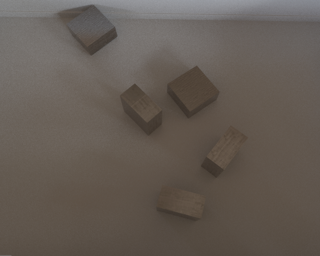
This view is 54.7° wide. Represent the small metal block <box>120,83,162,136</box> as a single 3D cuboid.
[{"bbox_3d":[-0.024,-0.023,0.404,0.025,0.050,0.050,-42,76,-14],"label":"small metal block"}]

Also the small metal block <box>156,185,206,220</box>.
[{"bbox_3d":[0.023,0.089,0.364,0.050,0.050,0.025,14,71,4],"label":"small metal block"}]

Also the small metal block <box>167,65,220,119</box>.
[{"bbox_3d":[0.045,-0.050,0.428,0.050,0.025,0.050,-34,74,-12],"label":"small metal block"}]

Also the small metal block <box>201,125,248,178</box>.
[{"bbox_3d":[0.079,0.031,0.386,0.025,0.050,0.050,37,74,12],"label":"small metal block"}]

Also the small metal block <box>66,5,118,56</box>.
[{"bbox_3d":[-0.100,-0.145,0.459,0.050,0.025,0.050,-40,77,-10],"label":"small metal block"}]
